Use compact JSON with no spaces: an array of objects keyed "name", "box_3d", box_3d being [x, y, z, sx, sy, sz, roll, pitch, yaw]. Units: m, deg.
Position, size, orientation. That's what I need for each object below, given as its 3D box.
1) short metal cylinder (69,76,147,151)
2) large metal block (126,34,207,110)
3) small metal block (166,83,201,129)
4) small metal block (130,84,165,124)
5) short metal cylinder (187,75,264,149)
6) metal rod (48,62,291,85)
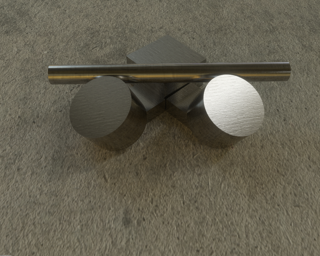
[{"name":"short metal cylinder","box_3d":[-0.063,-0.017,0.383,0.080,0.050,0.080,-7,66,17]},{"name":"large metal block","box_3d":[0.009,-0.084,0.457,0.080,0.050,0.080,-35,58,-26]},{"name":"small metal block","box_3d":[0.044,-0.031,0.430,0.050,0.025,0.050,-36,59,-26]},{"name":"small metal block","box_3d":[-0.028,-0.032,0.431,0.050,0.025,0.050,-35,59,-27]},{"name":"short metal cylinder","box_3d":[0.081,-0.019,0.387,0.081,0.050,0.080,7,68,-16]},{"name":"metal rod","box_3d":[0.013,-0.070,0.397,0.302,0.025,0.025,-1,50,-1]}]
